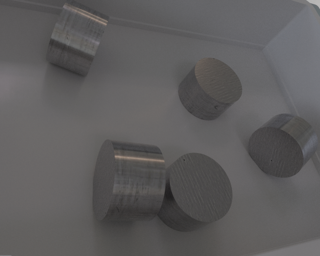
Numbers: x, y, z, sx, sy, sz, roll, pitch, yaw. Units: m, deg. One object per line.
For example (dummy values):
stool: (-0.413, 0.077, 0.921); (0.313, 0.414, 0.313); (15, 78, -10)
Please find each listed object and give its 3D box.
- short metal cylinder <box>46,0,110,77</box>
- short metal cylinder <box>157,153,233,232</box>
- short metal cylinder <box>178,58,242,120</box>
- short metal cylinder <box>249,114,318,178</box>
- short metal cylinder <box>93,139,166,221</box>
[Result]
short metal cylinder: (-0.101, -0.110, 0.383); (0.050, 0.080, 0.080); (21, 54, -16)
short metal cylinder: (0.036, 0.076, 0.363); (0.081, 0.050, 0.080); (14, 56, -21)
short metal cylinder: (0.075, -0.058, 0.465); (0.081, 0.050, 0.080); (14, 56, -21)
short metal cylinder: (0.178, 0.025, 0.451); (0.050, 0.080, 0.080); (-30, 79, -38)
short metal cylinder: (-0.034, 0.054, 0.319); (0.050, 0.080, 0.080); (9, 58, -24)
